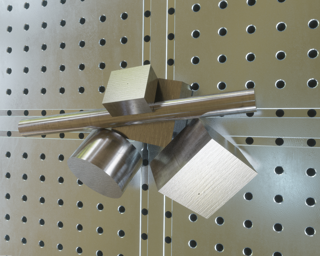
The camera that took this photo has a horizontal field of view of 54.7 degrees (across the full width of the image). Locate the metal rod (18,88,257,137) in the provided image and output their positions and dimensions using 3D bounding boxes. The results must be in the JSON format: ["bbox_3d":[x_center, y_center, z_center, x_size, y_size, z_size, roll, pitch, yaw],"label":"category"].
[{"bbox_3d":[-0.042,-0.015,0.370,0.301,0.025,0.025,-6,88,20],"label":"metal rod"}]

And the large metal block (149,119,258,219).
[{"bbox_3d":[0.048,0.046,0.356,0.080,0.050,0.080,36,106,-29],"label":"large metal block"}]

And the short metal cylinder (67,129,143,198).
[{"bbox_3d":[-0.070,0.046,0.398,0.080,0.080,0.050,21,54,18],"label":"short metal cylinder"}]

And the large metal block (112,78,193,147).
[{"bbox_3d":[-0.010,-0.023,0.398,0.080,0.050,0.079,12,94,19],"label":"large metal block"}]

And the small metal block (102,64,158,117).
[{"bbox_3d":[-0.033,-0.043,0.354,0.050,0.025,0.050,-6,53,20],"label":"small metal block"}]
